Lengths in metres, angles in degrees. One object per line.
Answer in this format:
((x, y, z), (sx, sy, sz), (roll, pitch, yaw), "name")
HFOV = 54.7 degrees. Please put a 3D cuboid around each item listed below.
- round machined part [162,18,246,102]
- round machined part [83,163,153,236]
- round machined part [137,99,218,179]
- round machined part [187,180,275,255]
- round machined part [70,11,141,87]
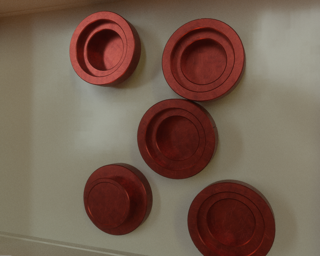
((0.056, -0.080, 0.382), (0.098, 0.042, 0.097), (0, 90, 20), "round machined part")
((-0.063, 0.099, 0.424), (0.098, 0.042, 0.097), (0, 90, 20), "round machined part")
((0.025, 0.012, 0.389), (0.098, 0.042, 0.097), (2, 96, 21), "round machined part")
((0.086, 0.110, 0.371), (0.098, 0.042, 0.097), (0, 90, 20), "round machined part")
((-0.071, -0.105, 0.426), (0.098, 0.042, 0.097), (0, 90, 20), "round machined part")
